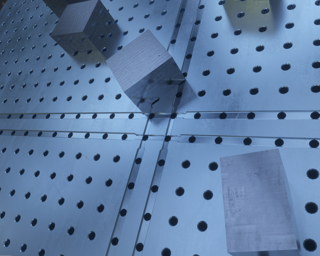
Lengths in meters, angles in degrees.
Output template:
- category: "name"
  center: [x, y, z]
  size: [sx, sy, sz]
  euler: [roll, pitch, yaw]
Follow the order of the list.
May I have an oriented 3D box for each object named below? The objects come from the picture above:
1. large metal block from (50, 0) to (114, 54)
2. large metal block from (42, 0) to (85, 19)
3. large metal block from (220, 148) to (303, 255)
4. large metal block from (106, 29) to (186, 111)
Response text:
- category: "large metal block"
  center: [-0.147, -0.191, 0.588]
  size: [0.080, 0.050, 0.080]
  euler: [3, 63, 30]
- category: "large metal block"
  center: [-0.209, -0.288, 0.661]
  size: [0.080, 0.080, 0.050]
  euler: [-39, 51, 2]
- category: "large metal block"
  center: [0.092, 0.075, 0.279]
  size: [0.050, 0.080, 0.080]
  euler: [-12, 57, 22]
- category: "large metal block"
  center: [-0.022, -0.086, 0.458]
  size: [0.080, 0.050, 0.080]
  euler: [-36, 51, 4]
